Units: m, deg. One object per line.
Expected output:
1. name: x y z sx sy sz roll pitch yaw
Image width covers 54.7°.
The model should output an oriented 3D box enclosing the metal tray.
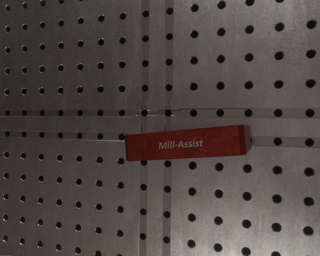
1. metal tray: 0.036 0.017 0.364 0.130 0.090 0.030 -5 89 19
